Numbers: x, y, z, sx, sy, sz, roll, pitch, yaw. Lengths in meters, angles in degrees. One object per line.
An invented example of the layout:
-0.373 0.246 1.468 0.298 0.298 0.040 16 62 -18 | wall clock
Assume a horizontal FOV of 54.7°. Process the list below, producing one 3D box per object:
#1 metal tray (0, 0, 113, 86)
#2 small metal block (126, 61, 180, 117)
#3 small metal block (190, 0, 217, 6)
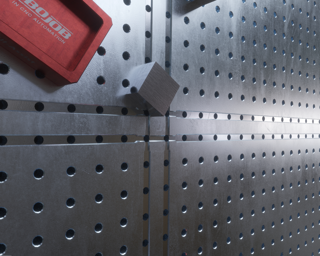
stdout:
-0.120 -0.114 0.304 0.130 0.030 0.090 38 67 -33 | metal tray
-0.008 -0.049 0.402 0.050 0.025 0.050 41 65 -32 | small metal block
0.070 -0.212 0.451 0.025 0.050 0.050 -2 91 -40 | small metal block
